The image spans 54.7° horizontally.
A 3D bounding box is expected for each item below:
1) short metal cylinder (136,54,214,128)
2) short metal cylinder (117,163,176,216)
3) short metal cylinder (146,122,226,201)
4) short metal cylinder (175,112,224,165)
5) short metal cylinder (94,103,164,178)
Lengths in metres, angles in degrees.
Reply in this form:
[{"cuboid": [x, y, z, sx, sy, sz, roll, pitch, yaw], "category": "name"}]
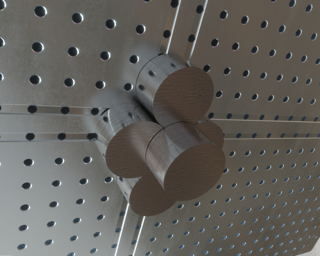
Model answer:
[{"cuboid": [0.018, -0.044, 0.377, 0.081, 0.050, 0.079, -14, 125, -22], "category": "short metal cylinder"}, {"cuboid": [-0.014, 0.075, 0.433, 0.081, 0.050, 0.079, -13, 122, -22], "category": "short metal cylinder"}, {"cuboid": [0.030, 0.040, 0.370, 0.081, 0.050, 0.079, -14, 124, -21], "category": "short metal cylinder"}, {"cuboid": [0.040, 0.016, 0.426, 0.081, 0.050, 0.079, -14, 124, -21], "category": "short metal cylinder"}, {"cuboid": [-0.036, 0.015, 0.385, 0.081, 0.050, 0.079, -14, 124, -21], "category": "short metal cylinder"}]
